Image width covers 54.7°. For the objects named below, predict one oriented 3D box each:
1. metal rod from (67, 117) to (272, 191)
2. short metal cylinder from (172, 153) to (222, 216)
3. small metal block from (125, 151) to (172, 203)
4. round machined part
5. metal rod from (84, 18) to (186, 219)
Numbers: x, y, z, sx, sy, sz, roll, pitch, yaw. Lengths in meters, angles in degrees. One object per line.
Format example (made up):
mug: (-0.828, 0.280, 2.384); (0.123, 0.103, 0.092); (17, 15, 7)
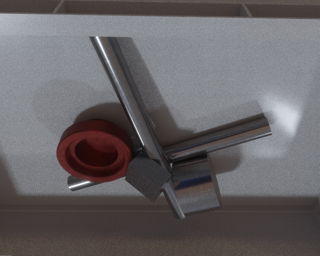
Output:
metal rod: (0.004, 0.041, 0.443); (0.301, 0.025, 0.025); (-18, 128, 14)
short metal cylinder: (0.054, 0.080, 0.440); (0.050, 0.080, 0.080); (-15, 129, 12)
small metal block: (-0.017, 0.065, 0.409); (0.050, 0.025, 0.050); (36, 147, 12)
round machined part: (-0.084, 0.026, 0.418); (0.099, 0.042, 0.097); (-1, 130, 0)
metal rod: (-0.016, 0.011, 0.393); (0.025, 0.025, 0.299); (-15, 122, 12)
